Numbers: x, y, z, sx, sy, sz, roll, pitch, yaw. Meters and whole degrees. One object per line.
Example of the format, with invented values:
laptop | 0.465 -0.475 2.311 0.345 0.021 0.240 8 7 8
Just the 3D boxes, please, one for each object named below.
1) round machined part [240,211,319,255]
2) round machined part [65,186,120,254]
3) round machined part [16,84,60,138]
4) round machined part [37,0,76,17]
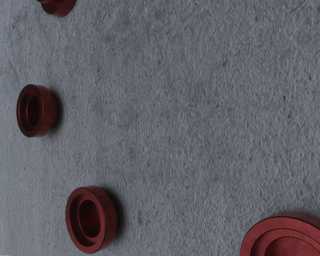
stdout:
round machined part | 0.129 0.127 0.288 0.098 0.042 0.097 0 90 40
round machined part | -0.099 0.137 0.476 0.098 0.042 0.097 0 90 40
round machined part | -0.225 -0.031 0.580 0.098 0.042 0.097 0 90 40
round machined part | -0.189 -0.253 0.551 0.098 0.042 0.097 0 90 40
